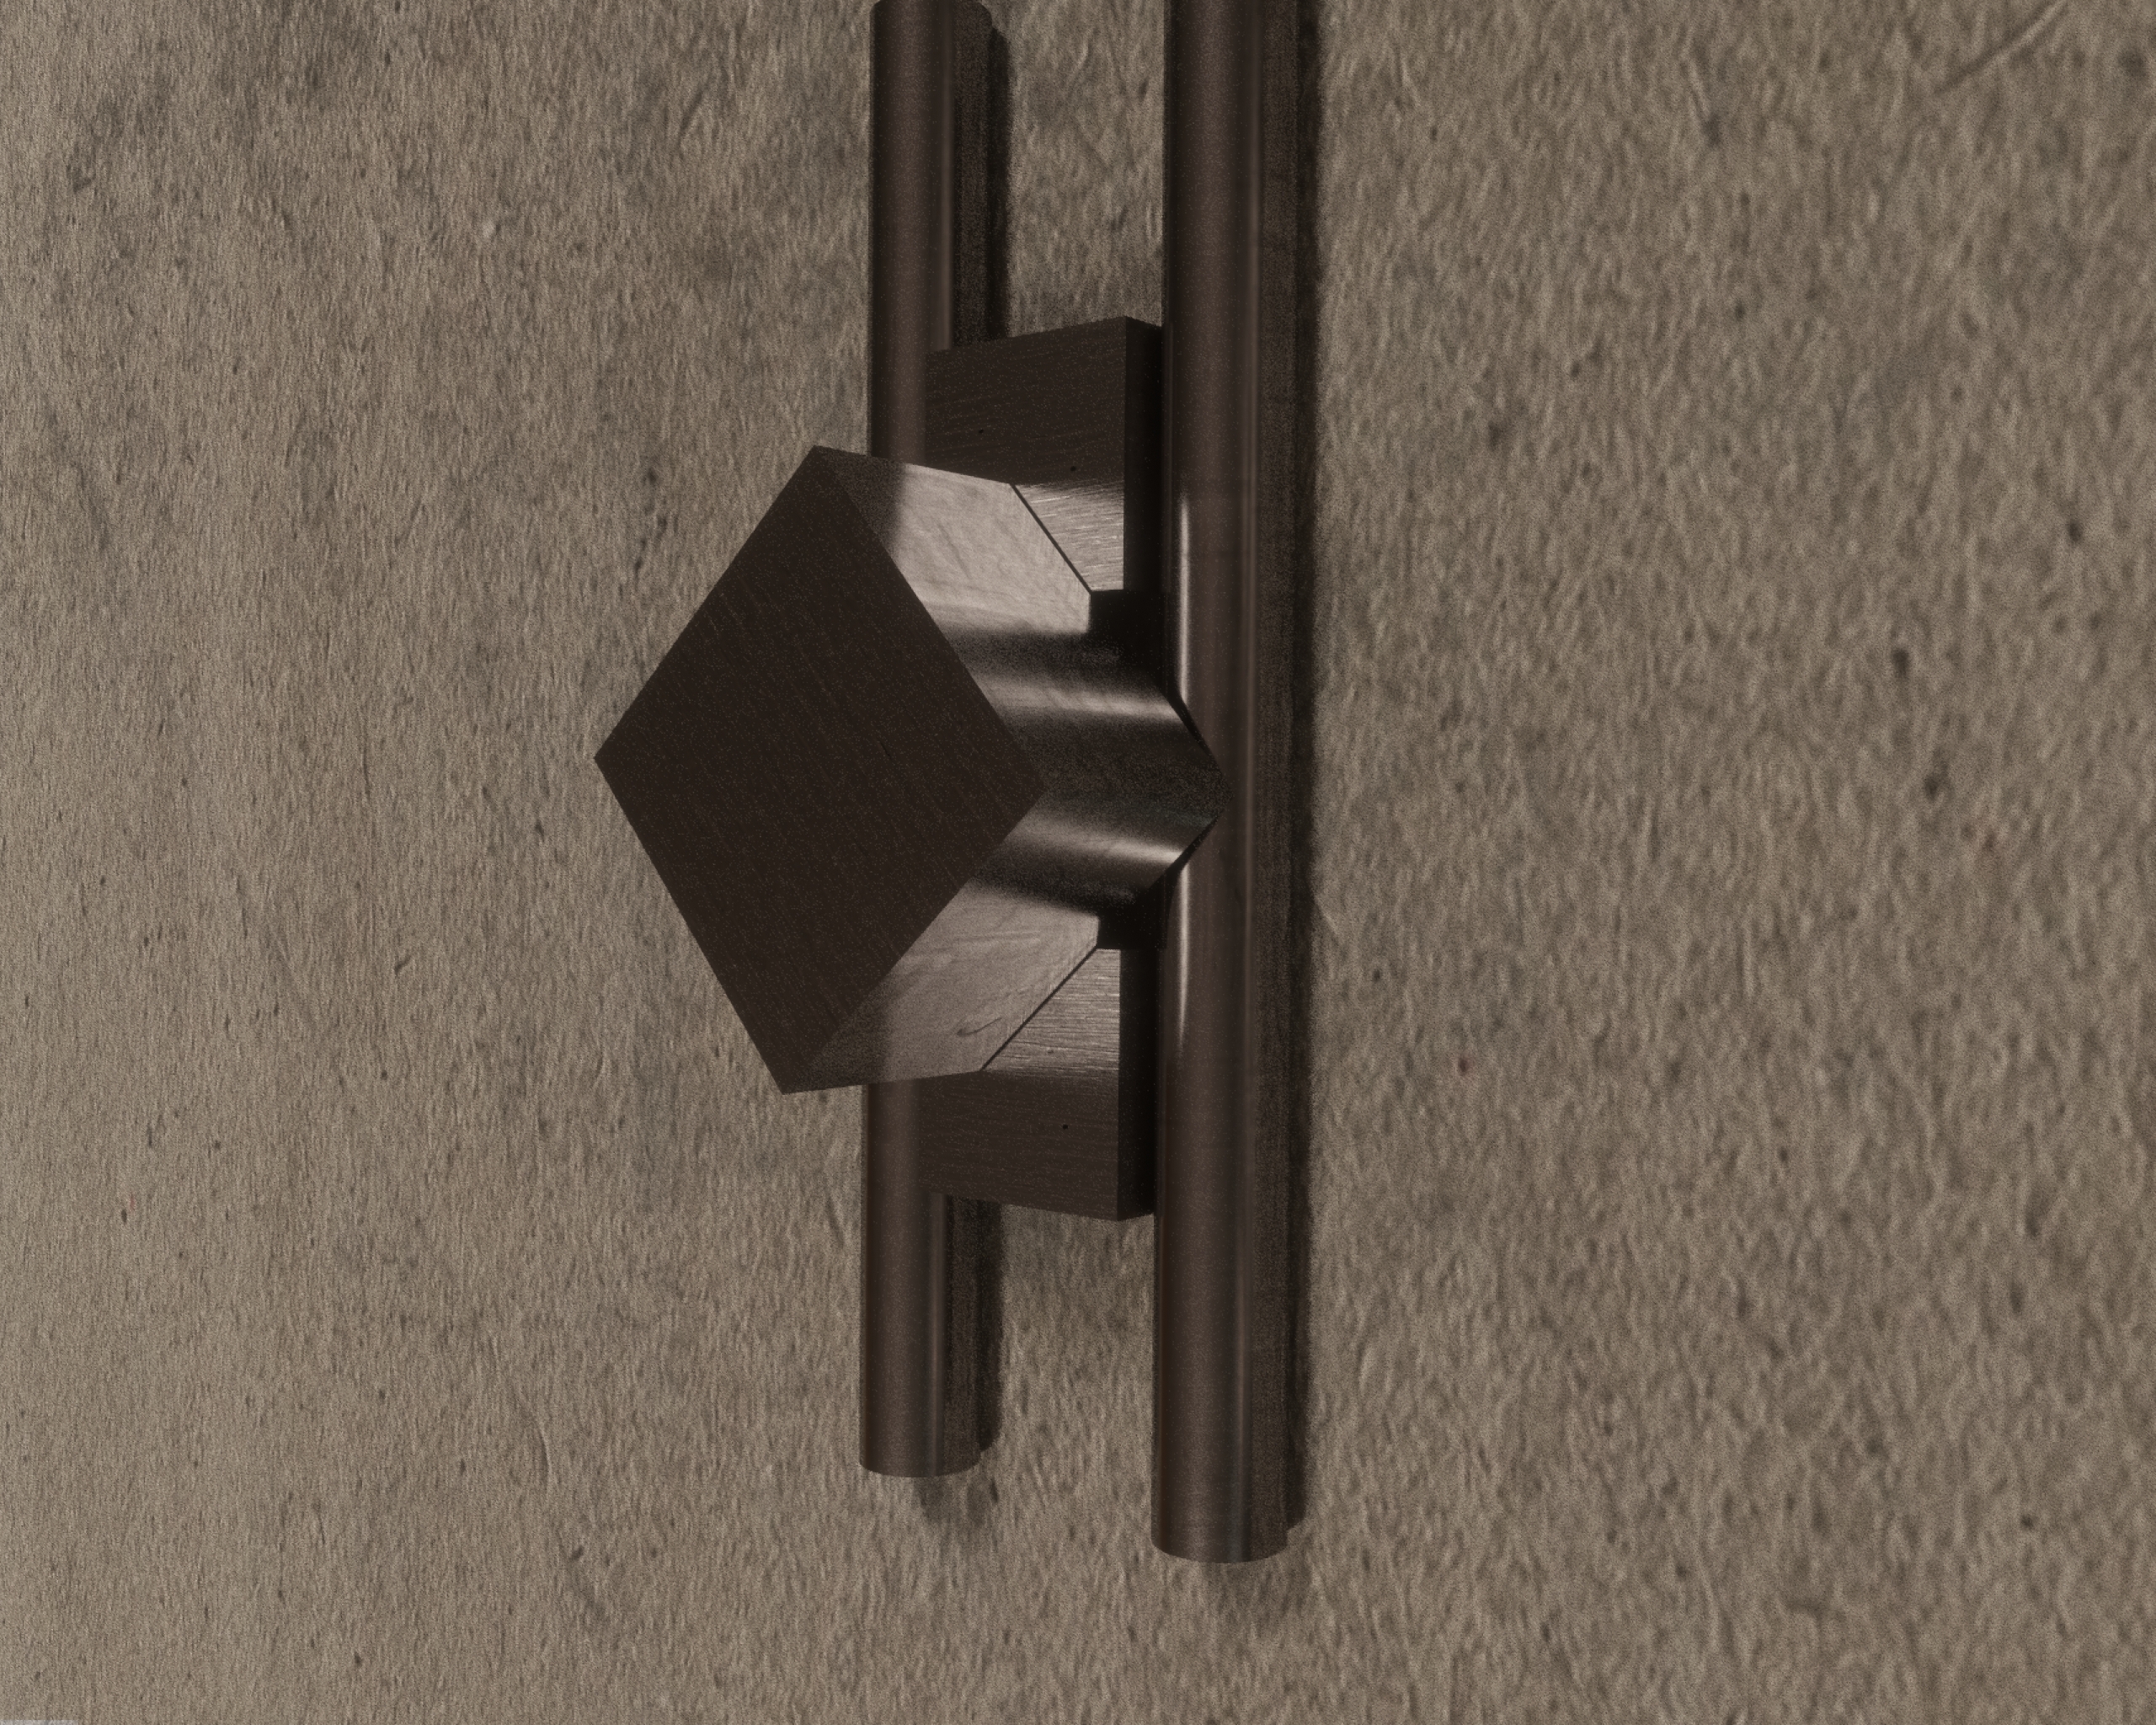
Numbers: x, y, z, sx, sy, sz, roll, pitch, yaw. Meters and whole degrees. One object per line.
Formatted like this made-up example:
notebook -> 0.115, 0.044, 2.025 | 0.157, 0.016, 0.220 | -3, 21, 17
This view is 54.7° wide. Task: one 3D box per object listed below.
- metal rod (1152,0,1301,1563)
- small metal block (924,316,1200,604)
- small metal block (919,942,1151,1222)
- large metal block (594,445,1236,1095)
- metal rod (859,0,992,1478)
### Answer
metal rod -> 0.027, -0.024, 0.383 | 0.025, 0.025, 0.298 | 1, 91, 39
small metal block -> -0.003, -0.075, 0.405 | 0.050, 0.025, 0.050 | 1, 91, 39
small metal block -> -0.004, 0.040, 0.406 | 0.050, 0.025, 0.050 | 1, 91, 39
large metal block -> -0.032, -0.016, 0.380 | 0.080, 0.050, 0.080 | -48, 62, 29
metal rod -> -0.031, -0.025, 0.431 | 0.025, 0.025, 0.298 | 1, 91, 39
